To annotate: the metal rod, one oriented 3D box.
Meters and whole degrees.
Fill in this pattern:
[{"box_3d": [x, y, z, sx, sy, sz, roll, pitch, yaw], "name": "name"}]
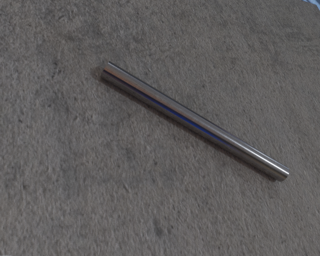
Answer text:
[{"box_3d": [0.055, -0.005, 0.438, 0.301, 0.025, 0.025, 30, 52, -10], "name": "metal rod"}]
